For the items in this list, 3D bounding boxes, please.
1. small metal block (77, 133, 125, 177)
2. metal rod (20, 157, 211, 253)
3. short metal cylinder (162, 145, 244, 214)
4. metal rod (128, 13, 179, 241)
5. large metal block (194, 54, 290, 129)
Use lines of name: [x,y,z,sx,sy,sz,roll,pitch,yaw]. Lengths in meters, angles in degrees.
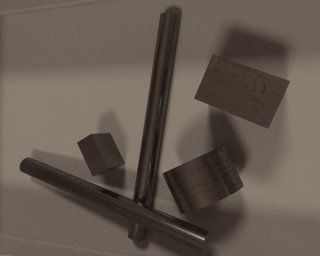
small metal block: [-0.079,0.035,0.424,0.025,0.050,0.050,-30,81,17]
metal rod: [-0.078,0.093,0.415,0.301,0.025,0.025,15,95,26]
short metal cylinder: [0.050,0.060,0.363,0.080,0.080,0.050,-27,81,18]
metal rod: [-0.009,0.001,0.412,0.025,0.025,0.298,10,93,19]
large metal block: [0.094,-0.038,0.348,0.080,0.080,0.050,25,98,18]
